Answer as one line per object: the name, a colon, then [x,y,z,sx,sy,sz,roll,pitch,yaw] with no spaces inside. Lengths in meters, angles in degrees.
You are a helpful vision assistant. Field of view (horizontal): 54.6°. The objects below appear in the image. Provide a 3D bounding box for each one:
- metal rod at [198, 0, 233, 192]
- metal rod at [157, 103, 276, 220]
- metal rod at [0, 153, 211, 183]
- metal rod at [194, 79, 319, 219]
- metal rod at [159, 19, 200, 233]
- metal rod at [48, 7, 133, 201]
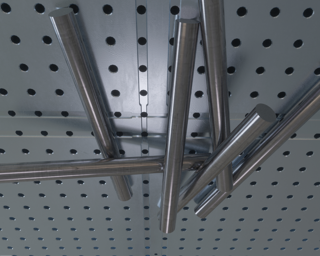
metal rod: [0.071,-0.030,0.375,0.025,0.025,0.299,-8,127,6]
metal rod: [0.059,0.070,0.434,0.025,0.025,0.298,16,140,-13]
metal rod: [-0.073,0.053,0.420,0.302,0.025,0.025,-2,131,-13]
metal rod: [0.138,0.044,0.449,0.025,0.025,0.298,21,127,-17]
metal rod: [0.019,0.019,0.392,0.025,0.025,0.298,3,120,-2]
metal rod: [-0.078,-0.004,0.407,0.025,0.025,0.299,-7,130,5]
